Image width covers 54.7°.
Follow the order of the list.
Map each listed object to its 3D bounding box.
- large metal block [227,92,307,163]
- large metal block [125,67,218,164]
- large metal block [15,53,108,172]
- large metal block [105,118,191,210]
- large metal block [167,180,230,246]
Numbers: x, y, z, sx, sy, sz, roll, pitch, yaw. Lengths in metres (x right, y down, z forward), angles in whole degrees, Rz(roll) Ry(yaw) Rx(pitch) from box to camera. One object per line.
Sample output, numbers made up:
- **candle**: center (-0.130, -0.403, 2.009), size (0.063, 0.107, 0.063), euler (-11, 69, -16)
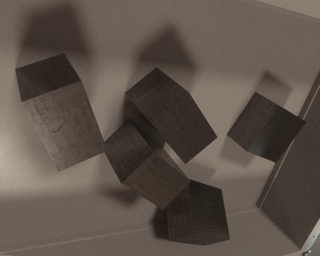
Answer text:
- **large metal block**: center (0.167, 0.001, 0.487), size (0.080, 0.050, 0.080), euler (20, 107, -36)
- **large metal block**: center (0.013, -0.016, 0.372), size (0.050, 0.080, 0.080), euler (-40, 130, -1)
- **large metal block**: center (-0.099, -0.018, 0.309), size (0.050, 0.080, 0.080), euler (-23, 127, -15)
- **large metal block**: center (-0.019, 0.045, 0.392), size (0.050, 0.080, 0.080), euler (-45, 130, 3)
- **large metal block**: center (0.057, 0.132, 0.479), size (0.080, 0.080, 0.050), euler (23, 139, -37)
